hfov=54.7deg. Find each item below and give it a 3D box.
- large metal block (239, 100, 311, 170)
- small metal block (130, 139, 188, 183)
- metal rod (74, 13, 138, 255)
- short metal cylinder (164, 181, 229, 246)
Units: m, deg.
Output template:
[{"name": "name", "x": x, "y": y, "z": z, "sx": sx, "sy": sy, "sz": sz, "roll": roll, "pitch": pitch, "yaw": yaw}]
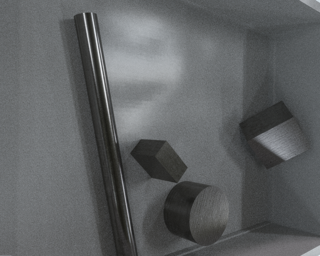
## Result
[{"name": "large metal block", "x": 0.196, "y": 0.013, "z": 0.530, "sx": 0.080, "sy": 0.080, "sz": 0.050, "roll": 48, "pitch": 21, "yaw": -30}, {"name": "small metal block", "x": -0.002, "y": 0.041, "z": 0.391, "sx": 0.050, "sy": 0.050, "sz": 0.025, "roll": 52, "pitch": 59, "yaw": -28}, {"name": "metal rod", "x": -0.059, "y": 0.023, "z": 0.358, "sx": 0.025, "sy": 0.025, "sz": 0.298, "roll": -15, "pitch": 100, "yaw": -39}, {"name": "short metal cylinder", "x": 0.052, "y": 0.118, "z": 0.437, "sx": 0.081, "sy": 0.050, "sz": 0.079, "roll": 0, "pitch": 90, "yaw": -40}]
